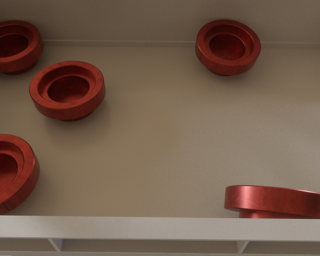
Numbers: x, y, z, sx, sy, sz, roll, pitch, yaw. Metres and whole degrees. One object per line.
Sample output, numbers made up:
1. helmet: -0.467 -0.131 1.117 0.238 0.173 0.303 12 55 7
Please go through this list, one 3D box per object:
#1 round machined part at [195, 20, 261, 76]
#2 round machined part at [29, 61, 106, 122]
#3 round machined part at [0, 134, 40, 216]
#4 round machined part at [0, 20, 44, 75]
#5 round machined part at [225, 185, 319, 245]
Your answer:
1. round machined part: 0.104 -0.121 0.488 0.099 0.042 0.098 2 61 -3
2. round machined part: -0.125 -0.047 0.433 0.099 0.042 0.098 0 50 0
3. round machined part: -0.184 0.057 0.345 0.099 0.042 0.098 0 50 0
4. round machined part: -0.234 -0.123 0.491 0.099 0.042 0.098 0 56 0
5. round machined part: 0.111 0.084 0.294 0.099 0.098 0.042 7 74 5
